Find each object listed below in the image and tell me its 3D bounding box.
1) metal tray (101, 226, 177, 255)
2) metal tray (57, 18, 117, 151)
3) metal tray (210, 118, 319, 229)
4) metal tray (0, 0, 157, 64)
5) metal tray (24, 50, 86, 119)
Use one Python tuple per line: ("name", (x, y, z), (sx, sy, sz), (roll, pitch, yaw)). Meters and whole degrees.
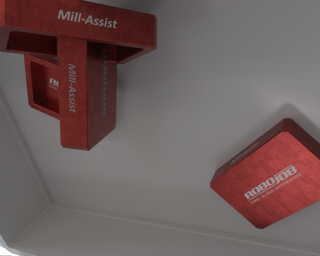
("metal tray", (-0.036, 0.229, 0.569), (0.130, 0.030, 0.090), (-6, 116, 31))
("metal tray", (-0.076, -0.050, 0.342), (0.030, 0.090, 0.129), (6, 107, 9))
("metal tray", (0.135, 0.060, 0.371), (0.090, 0.030, 0.129), (42, 129, -1))
("metal tray", (-0.079, -0.088, 0.289), (0.090, 0.131, 0.030), (1, 91, 61))
("metal tray", (-0.128, -0.051, 0.441), (0.130, 0.030, 0.089), (22, 127, 14))
